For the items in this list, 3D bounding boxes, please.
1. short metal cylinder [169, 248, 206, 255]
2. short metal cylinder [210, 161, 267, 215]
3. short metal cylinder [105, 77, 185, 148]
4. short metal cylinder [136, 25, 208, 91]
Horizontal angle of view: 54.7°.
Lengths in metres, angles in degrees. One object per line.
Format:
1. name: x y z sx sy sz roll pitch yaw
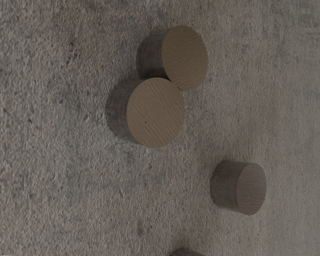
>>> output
1. short metal cylinder: 0.044 0.213 0.426 0.081 0.050 0.080 0 90 -40
2. short metal cylinder: 0.126 0.093 0.494 0.081 0.050 0.080 0 90 -40
3. short metal cylinder: -0.017 -0.019 0.368 0.081 0.050 0.079 -5 98 -36
4. short metal cylinder: 0.016 -0.086 0.402 0.081 0.050 0.080 0 90 -40
